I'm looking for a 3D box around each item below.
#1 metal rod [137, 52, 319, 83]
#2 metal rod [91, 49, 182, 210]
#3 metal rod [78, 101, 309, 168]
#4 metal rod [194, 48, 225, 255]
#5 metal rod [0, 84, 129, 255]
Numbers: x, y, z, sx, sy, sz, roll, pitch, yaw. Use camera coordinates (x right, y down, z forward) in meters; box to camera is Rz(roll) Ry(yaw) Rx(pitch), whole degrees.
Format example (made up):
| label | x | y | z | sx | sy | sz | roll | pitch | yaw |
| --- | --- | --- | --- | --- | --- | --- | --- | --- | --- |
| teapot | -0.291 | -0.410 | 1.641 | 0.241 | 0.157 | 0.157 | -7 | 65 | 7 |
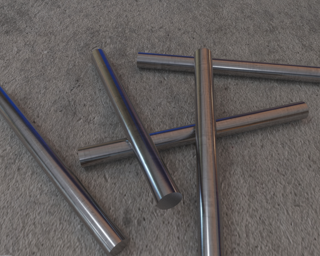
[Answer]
| label | x | y | z | sx | sy | sz | roll | pitch | yaw |
| --- | --- | --- | --- | --- | --- | --- | --- | --- | --- |
| metal rod | 0.115 | -0.093 | 0.482 | 0.302 | 0.025 | 0.025 | 6 | 50 | 4 |
| metal rod | -0.045 | -0.024 | 0.396 | 0.025 | 0.025 | 0.300 | -17 | 44 | -14 |
| metal rod | 0.050 | 0.006 | 0.398 | 0.302 | 0.025 | 0.025 | -12 | 51 | -10 |
| metal rod | 0.054 | 0.024 | 0.356 | 0.025 | 0.025 | 0.300 | 2 | 58 | 2 |
| metal rod | -0.140 | 0.032 | 0.375 | 0.025 | 0.025 | 0.300 | -34 | 58 | -25 |
